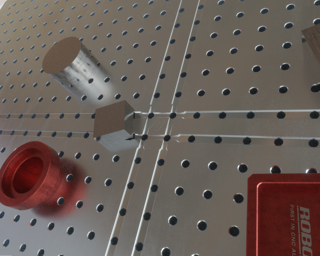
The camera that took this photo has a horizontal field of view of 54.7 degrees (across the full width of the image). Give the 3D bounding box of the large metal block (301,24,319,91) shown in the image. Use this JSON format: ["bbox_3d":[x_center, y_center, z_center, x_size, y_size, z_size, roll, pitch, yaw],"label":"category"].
[{"bbox_3d":[0.208,-0.076,0.330,0.080,0.050,0.080,-19,54,17],"label":"large metal block"}]

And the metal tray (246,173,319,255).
[{"bbox_3d":[0.125,0.106,0.273,0.090,0.030,0.130,-5,59,26],"label":"metal tray"}]

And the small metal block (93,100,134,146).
[{"bbox_3d":[-0.067,-0.007,0.448,0.050,0.025,0.050,-15,55,19],"label":"small metal block"}]

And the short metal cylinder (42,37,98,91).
[{"bbox_3d":[-0.157,-0.112,0.544,0.080,0.050,0.080,-13,56,21],"label":"short metal cylinder"}]

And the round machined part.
[{"bbox_3d":[-0.184,0.071,0.451,0.098,0.042,0.098,-13,56,21],"label":"round machined part"}]
